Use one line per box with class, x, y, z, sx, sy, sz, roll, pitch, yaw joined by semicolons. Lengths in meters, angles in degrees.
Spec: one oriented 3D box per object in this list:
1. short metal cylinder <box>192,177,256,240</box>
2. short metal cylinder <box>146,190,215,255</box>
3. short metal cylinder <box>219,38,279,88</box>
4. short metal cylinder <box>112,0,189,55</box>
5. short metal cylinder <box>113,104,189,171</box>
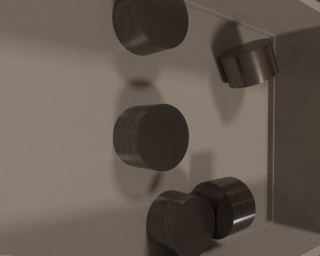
short metal cylinder;0.089;0.114;0.449;0.050;0.080;0.079;-3;92;-40
short metal cylinder;0.029;0.128;0.417;0.081;0.050;0.079;0;90;-40
short metal cylinder;0.141;-0.103;0.492;0.080;0.080;0.050;-37;113;-34
short metal cylinder;-0.011;-0.134;0.383;0.081;0.050;0.079;0;90;-40
short metal cylinder;-0.010;0.011;0.384;0.081;0.050;0.079;0;90;-40
